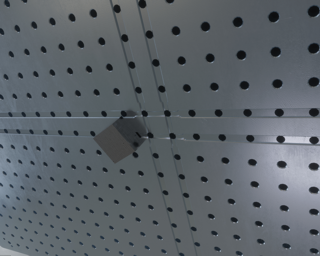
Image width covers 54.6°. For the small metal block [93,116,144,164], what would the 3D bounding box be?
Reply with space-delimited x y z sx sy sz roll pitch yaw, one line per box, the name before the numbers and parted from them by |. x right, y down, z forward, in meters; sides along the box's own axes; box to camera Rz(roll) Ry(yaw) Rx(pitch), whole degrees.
small metal block | -0.062 0.018 0.456 0.050 0.025 0.050 -33 100 38
